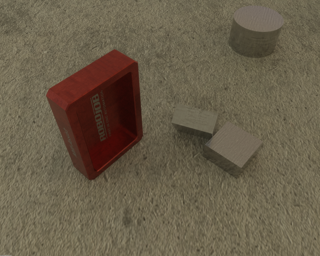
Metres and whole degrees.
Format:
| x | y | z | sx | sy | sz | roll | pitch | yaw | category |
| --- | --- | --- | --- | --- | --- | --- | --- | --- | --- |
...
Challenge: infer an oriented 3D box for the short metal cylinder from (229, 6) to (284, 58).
| x | y | z | sx | sy | sz | roll | pitch | yaw | category |
| --- | --- | --- | --- | --- | --- | --- | --- | --- | --- |
| 0.161 | -0.164 | 0.526 | 0.081 | 0.050 | 0.080 | 0 | 50 | 0 | short metal cylinder |

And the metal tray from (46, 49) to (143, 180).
| x | y | z | sx | sy | sz | roll | pitch | yaw | category |
| --- | --- | --- | --- | --- | --- | --- | --- | --- | --- |
| -0.063 | -0.010 | 0.343 | 0.030 | 0.129 | 0.090 | 34 | 58 | 25 | metal tray |

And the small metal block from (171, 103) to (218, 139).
| x | y | z | sx | sy | sz | roll | pitch | yaw | category |
| --- | --- | --- | --- | --- | --- | --- | --- | --- | --- |
| 0.045 | -0.006 | 0.389 | 0.050 | 0.050 | 0.025 | 16 | 81 | 13 | small metal block |

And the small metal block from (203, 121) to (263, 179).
| x | y | z | sx | sy | sz | roll | pitch | yaw | category |
| --- | --- | --- | --- | --- | --- | --- | --- | --- | --- |
| 0.089 | 0.026 | 0.382 | 0.050 | 0.025 | 0.050 | 34 | 57 | 24 | small metal block |
